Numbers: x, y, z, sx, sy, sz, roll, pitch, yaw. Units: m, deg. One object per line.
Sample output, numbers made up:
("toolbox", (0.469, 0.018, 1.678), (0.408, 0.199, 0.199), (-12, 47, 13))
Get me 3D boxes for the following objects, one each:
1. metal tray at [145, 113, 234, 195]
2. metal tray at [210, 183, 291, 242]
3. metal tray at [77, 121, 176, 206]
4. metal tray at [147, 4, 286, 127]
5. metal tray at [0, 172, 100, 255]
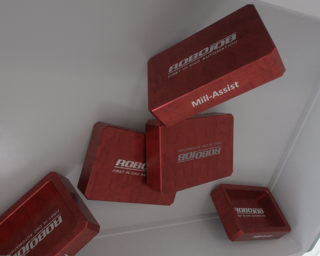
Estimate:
("metal tray", (0.044, 0.029, 0.412), (0.131, 0.030, 0.089), (-7, 100, -37))
("metal tray", (0.158, 0.146, 0.539), (0.131, 0.090, 0.030), (11, 133, -33))
("metal tray", (-0.030, 0.049, 0.402), (0.131, 0.030, 0.089), (14, 93, -34))
("metal tray", (0.049, -0.064, 0.321), (0.130, 0.090, 0.030), (-24, 133, 21))
("metal tray", (-0.144, 0.125, 0.354), (0.130, 0.090, 0.030), (-42, 147, -6))
